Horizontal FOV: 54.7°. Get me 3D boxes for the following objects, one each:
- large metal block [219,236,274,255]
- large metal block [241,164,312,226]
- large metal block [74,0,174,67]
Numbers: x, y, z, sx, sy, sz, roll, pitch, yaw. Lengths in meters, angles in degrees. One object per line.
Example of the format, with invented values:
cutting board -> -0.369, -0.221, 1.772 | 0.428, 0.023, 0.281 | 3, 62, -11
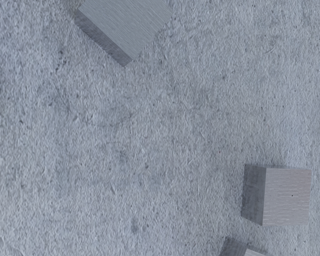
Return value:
large metal block -> 0.126, 0.213, 0.442 | 0.080, 0.050, 0.080 | 26, 81, -18
large metal block -> 0.171, 0.097, 0.459 | 0.081, 0.050, 0.080 | 5, 88, -20
large metal block -> -0.044, -0.135, 0.379 | 0.080, 0.050, 0.080 | 41, 77, -16
